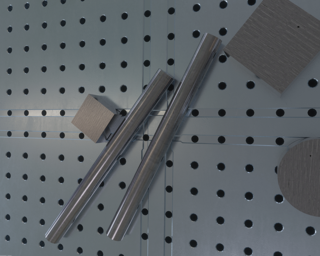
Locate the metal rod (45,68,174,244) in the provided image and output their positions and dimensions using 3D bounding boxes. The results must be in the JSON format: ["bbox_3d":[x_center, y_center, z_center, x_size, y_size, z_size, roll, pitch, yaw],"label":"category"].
[{"bbox_3d":[-0.077,0.047,0.439,0.025,0.025,0.299,39,102,15],"label":"metal rod"}]

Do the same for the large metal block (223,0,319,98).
[{"bbox_3d":[0.132,-0.092,0.352,0.080,0.050,0.080,42,103,15],"label":"large metal block"}]

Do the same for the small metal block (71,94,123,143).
[{"bbox_3d":[-0.091,-0.013,0.445,0.050,0.025,0.050,38,102,16],"label":"small metal block"}]

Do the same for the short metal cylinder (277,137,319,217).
[{"bbox_3d":[0.171,0.051,0.339,0.080,0.050,0.079,0,90,20],"label":"short metal cylinder"}]

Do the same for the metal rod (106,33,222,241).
[{"bbox_3d":[0.001,0.018,0.411,0.025,0.025,0.298,29,99,17],"label":"metal rod"}]
